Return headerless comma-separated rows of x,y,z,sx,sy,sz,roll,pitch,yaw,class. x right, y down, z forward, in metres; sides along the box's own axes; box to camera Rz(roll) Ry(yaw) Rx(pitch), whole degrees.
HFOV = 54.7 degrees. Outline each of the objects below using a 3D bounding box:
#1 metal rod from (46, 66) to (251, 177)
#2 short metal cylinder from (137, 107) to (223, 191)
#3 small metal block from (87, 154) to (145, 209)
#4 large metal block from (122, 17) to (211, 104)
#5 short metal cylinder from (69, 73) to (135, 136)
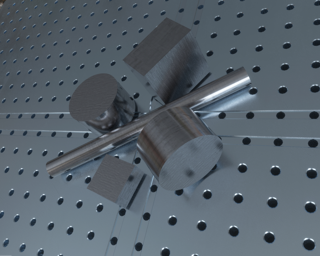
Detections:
-0.024,-0.003,0.418,0.301,0.025,0.025,-25,53,12,metal rod
0.022,0.023,0.343,0.080,0.080,0.050,-40,52,1,short metal cylinder
-0.056,0.066,0.392,0.050,0.025,0.050,16,70,34,small metal block
0.011,-0.083,0.414,0.080,0.080,0.050,-45,51,-3,large metal block
-0.083,-0.032,0.451,0.080,0.050,0.080,-13,56,21,short metal cylinder
